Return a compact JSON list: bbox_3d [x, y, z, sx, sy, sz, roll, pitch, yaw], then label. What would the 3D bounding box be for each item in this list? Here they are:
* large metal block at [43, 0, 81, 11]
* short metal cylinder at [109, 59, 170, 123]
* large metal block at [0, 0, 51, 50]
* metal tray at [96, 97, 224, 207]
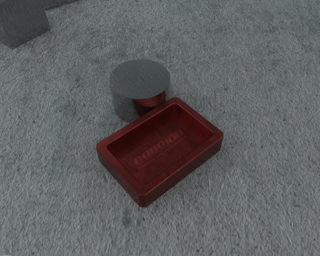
[{"bbox_3d":[-0.215,-0.290,0.629,0.081,0.050,0.080,-27,55,-21],"label":"large metal block"},{"bbox_3d":[-0.027,-0.051,0.429,0.080,0.050,0.080,0,50,0],"label":"short metal cylinder"},{"bbox_3d":[-0.246,-0.195,0.530,0.050,0.080,0.080,33,57,24],"label":"large metal block"},{"bbox_3d":[0.001,0.023,0.380,0.131,0.030,0.090,-33,58,-25],"label":"metal tray"}]
